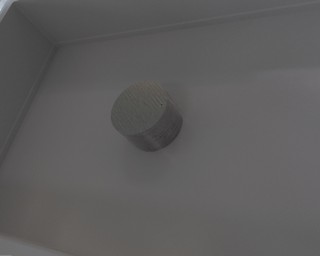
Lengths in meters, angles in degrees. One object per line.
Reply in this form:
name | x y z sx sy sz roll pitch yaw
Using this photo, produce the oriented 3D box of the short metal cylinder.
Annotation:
short metal cylinder | -0.017 -0.015 0.409 0.080 0.050 0.080 -13 56 21
